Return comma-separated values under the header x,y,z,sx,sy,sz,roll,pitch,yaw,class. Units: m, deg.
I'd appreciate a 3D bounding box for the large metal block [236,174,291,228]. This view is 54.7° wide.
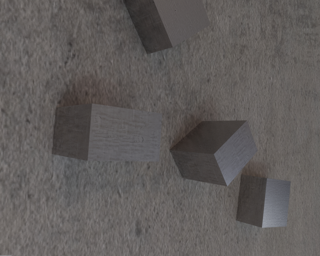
x,y,z,sx,sy,sz,roll,pitch,yaw,class
0.184,0.128,0.546,0.081,0.050,0.080,13,82,-40,large metal block

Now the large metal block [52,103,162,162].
x,y,z,sx,sy,sz,roll,pitch,yaw,class
-0.056,0.006,0.324,0.081,0.080,0.050,6,86,-40,large metal block

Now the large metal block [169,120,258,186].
x,y,z,sx,sy,sz,roll,pitch,yaw,class
0.075,0.031,0.435,0.080,0.080,0.050,-39,114,-33,large metal block

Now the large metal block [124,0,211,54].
x,y,z,sx,sy,sz,roll,pitch,yaw,class
0.009,-0.152,0.398,0.080,0.050,0.080,-39,114,-33,large metal block
